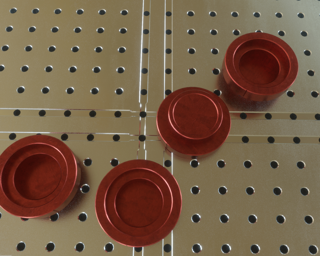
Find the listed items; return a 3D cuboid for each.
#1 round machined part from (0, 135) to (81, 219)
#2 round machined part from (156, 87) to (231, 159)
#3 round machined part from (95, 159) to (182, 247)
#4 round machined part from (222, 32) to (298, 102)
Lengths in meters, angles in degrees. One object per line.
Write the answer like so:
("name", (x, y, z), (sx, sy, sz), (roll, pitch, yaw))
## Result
("round machined part", (-0.146, 0.061, 0.379), (0.099, 0.042, 0.098), (0, 70, -1))
("round machined part", (0.044, -0.011, 0.407), (0.099, 0.042, 0.098), (0, 70, -1))
("round machined part", (-0.024, 0.090, 0.370), (0.099, 0.042, 0.098), (0, 70, -1))
("round machined part", (0.136, -0.081, 0.434), (0.099, 0.042, 0.098), (0, 70, -1))
